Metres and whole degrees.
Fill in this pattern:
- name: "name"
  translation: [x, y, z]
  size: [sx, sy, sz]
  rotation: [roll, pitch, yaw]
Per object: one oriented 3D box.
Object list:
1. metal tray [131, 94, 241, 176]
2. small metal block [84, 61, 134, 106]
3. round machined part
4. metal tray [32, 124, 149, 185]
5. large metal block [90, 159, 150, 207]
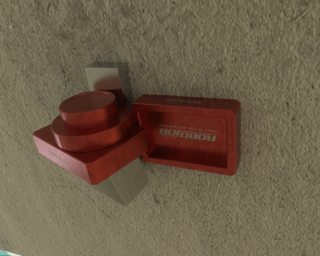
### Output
- name: "metal tray"
  translation: [0.033, 0.007, 0.391]
  size: [0.130, 0.030, 0.089]
  rotation: [6, 121, 24]
- name: "small metal block"
  translation: [-0.066, -0.059, 0.405]
  size: [0.050, 0.025, 0.050]
  rotation: [6, 121, 24]
- name: "round machined part"
  translation: [-0.085, -0.014, 0.381]
  size: [0.098, 0.098, 0.042]
  rotation: [6, 121, 25]
- name: "metal tray"
  translation: [-0.091, 0.017, 0.400]
  size: [0.130, 0.091, 0.030]
  rotation: [19, 128, 39]
- name: "large metal block"
  translation: [-0.071, 0.054, 0.437]
  size: [0.080, 0.050, 0.080]
  rotation: [18, 141, 39]
